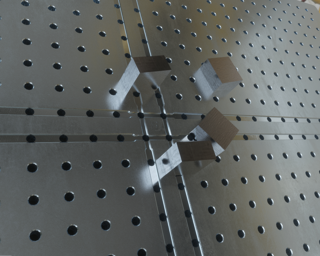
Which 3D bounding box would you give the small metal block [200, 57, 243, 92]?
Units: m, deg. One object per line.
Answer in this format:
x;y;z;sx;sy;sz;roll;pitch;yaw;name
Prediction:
0.103;-0.091;0.522;0.050;0.025;0.050;-14;69;-34;small metal block

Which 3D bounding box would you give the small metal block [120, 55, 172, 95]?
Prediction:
-0.020;-0.073;0.427;0.050;0.050;0.025;-13;69;-34;small metal block

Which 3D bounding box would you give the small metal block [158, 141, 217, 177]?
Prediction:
0.033;0.039;0.388;0.050;0.050;0.025;-1;62;-29;small metal block

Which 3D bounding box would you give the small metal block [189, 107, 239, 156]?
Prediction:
0.079;0.005;0.450;0.050;0.025;0.050;44;51;2;small metal block
